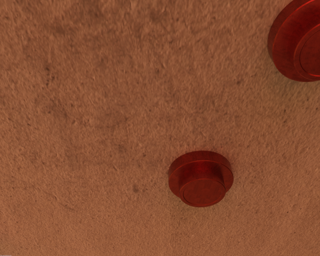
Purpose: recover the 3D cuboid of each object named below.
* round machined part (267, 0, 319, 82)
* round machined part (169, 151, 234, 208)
[{"bbox_3d":[0.168,-0.089,0.323,0.099,0.042,0.097,-1,130,0],"label":"round machined part"},{"bbox_3d":[0.062,0.083,0.468,0.099,0.042,0.097,-1,130,0],"label":"round machined part"}]
